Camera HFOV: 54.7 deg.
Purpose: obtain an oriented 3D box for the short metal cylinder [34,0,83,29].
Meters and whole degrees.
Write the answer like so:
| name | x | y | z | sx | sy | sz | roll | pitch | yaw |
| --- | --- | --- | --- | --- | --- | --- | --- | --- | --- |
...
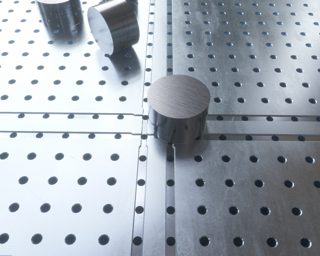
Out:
| name | x | y | z | sx | sy | sz | roll | pitch | yaw |
| --- | --- | --- | --- | --- | --- | --- | --- | --- | --- |
| short metal cylinder | -0.190 | -0.231 | 0.584 | 0.081 | 0.050 | 0.080 | 0 | 50 | 0 |

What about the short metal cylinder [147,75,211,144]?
| name | x | y | z | sx | sy | sz | roll | pitch | yaw |
| --- | --- | --- | --- | --- | --- | --- | --- | --- | --- |
| short metal cylinder | 0.024 | -0.026 | 0.413 | 0.081 | 0.050 | 0.080 | 0 | 50 | 0 |

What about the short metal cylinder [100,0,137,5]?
| name | x | y | z | sx | sy | sz | roll | pitch | yaw |
| --- | --- | --- | --- | --- | --- | --- | --- | --- | --- |
| short metal cylinder | -0.087 | -0.292 | 0.635 | 0.081 | 0.050 | 0.080 | 0 | 50 | 0 |

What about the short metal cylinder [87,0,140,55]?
| name | x | y | z | sx | sy | sz | roll | pitch | yaw |
| --- | --- | --- | --- | --- | --- | --- | --- | --- | --- |
| short metal cylinder | -0.077 | -0.168 | 0.512 | 0.050 | 0.080 | 0.080 | -30 | 56 | -23 |
